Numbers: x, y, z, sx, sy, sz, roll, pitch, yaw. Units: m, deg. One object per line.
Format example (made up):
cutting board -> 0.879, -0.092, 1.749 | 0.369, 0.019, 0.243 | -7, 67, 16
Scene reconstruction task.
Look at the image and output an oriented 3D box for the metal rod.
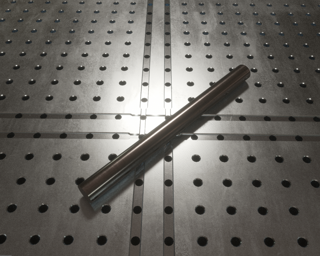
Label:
metal rod -> 0.023, -0.007, 0.413 | 0.302, 0.025, 0.025 | -37, 60, -27
